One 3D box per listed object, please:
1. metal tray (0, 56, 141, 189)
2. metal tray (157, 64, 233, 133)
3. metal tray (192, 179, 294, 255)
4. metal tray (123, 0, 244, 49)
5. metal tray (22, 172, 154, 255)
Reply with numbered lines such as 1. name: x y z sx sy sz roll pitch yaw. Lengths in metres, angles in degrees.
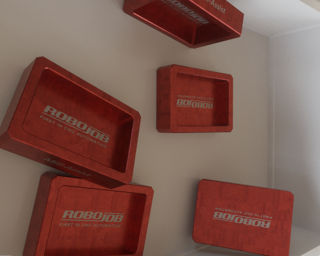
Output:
1. metal tray: -0.082 -0.001 0.314 0.131 0.030 0.090 30 51 -35
2. metal tray: 0.055 -0.038 0.451 0.131 0.030 0.089 0 90 -40
3. metal tray: 0.117 0.127 0.445 0.030 0.131 0.090 36 61 -76
4. metal tray: 0.032 -0.146 0.392 0.131 0.090 0.030 15 80 -39
5. metal tray: -0.072 0.102 0.344 0.131 0.030 0.090 16 80 -39
